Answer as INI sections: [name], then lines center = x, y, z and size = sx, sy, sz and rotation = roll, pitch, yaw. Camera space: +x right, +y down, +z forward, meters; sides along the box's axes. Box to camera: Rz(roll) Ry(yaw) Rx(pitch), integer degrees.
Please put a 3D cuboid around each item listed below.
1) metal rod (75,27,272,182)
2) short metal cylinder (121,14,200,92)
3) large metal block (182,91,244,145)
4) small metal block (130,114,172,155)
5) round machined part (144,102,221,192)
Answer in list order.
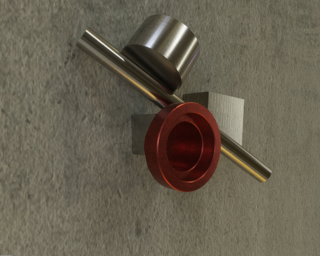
[metal rod]
center = 0.031, -0.017, 0.386
size = 0.301, 0.025, 0.025
rotation = 36, 67, -19
[short metal cylinder]
center = 0.001, -0.087, 0.373
size = 0.080, 0.080, 0.050
rotation = 45, 63, -31
[large metal block]
center = 0.077, -0.007, 0.458
size = 0.081, 0.050, 0.080
rotation = 6, 86, -40
[small metal block]
center = -0.011, 0.008, 0.383
size = 0.025, 0.050, 0.050
rotation = -3, 92, -40
[round machined part]
center = 0.021, 0.020, 0.351
size = 0.099, 0.042, 0.097
rotation = -2, 93, -40
